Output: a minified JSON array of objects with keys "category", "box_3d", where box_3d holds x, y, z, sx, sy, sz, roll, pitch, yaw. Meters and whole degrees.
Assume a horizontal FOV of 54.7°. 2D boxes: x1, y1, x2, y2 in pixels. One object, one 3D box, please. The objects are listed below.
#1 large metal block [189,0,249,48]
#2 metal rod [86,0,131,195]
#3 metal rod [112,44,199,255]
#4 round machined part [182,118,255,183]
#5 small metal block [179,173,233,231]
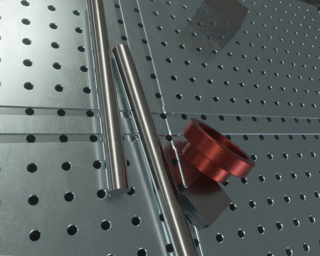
[{"category":"large metal block","box_3d":[0.112,-0.211,0.584,0.080,0.050,0.080,34,51,-7]},{"category":"metal rod","box_3d":[-0.072,-0.061,0.407,0.025,0.025,0.299,3,60,-27]},{"category":"metal rod","box_3d":[-0.012,0.019,0.391,0.025,0.025,0.299,-5,64,-31]},{"category":"round machined part","box_3d":[0.068,0.033,0.395,0.098,0.042,0.098,33,12,-8]},{"category":"small metal block","box_3d":[0.053,0.089,0.384,0.050,0.025,0.050,-33,81,-38]}]
